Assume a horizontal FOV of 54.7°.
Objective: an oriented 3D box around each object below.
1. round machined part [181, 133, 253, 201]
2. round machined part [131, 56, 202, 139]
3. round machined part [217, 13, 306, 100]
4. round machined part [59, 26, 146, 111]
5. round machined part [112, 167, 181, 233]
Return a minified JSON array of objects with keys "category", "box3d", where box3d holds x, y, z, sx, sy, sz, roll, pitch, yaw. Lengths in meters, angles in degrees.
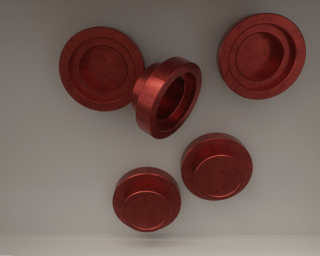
[{"category":"round machined part","box3d":[0.078,0.059,0.425,0.099,0.042,0.097,0,110,0]},{"category":"round machined part","box3d":[0.004,-0.039,0.368,0.042,0.099,0.097,31,111,27]},{"category":"round machined part","box3d":[0.117,-0.086,0.371,0.099,0.042,0.097,0,110,0]},{"category":"round machined part","box3d":[-0.067,-0.073,0.375,0.099,0.042,0.097,0,110,0]},{"category":"round machined part","box3d":[-0.019,0.108,0.442,0.099,0.042,0.097,0,110,0]}]
